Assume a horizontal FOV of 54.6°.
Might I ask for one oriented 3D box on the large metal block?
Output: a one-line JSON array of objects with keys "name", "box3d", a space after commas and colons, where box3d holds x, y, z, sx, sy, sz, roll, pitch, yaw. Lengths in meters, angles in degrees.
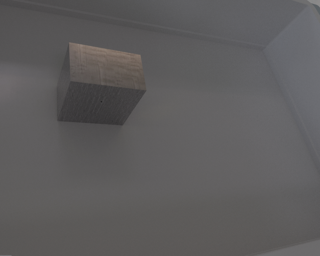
[{"name": "large metal block", "box3d": [-0.071, -0.046, 0.360, 0.081, 0.080, 0.050, 4, 60, -26]}]
